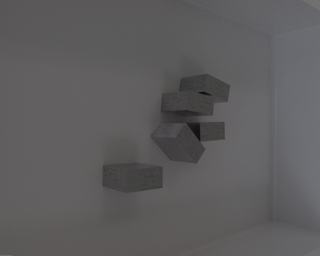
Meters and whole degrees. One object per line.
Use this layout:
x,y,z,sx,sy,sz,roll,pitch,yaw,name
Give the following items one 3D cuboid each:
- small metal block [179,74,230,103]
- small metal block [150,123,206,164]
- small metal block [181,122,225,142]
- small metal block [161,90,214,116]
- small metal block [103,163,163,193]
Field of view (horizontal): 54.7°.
0.063,-0.054,0.443,0.050,0.050,0.025,16,80,-39,small metal block
0.023,0.020,0.410,0.050,0.050,0.025,51,60,-28,small metal block
0.055,0.004,0.436,0.050,0.050,0.025,-3,92,-40,small metal block
0.037,-0.032,0.421,0.050,0.050,0.025,8,85,-40,small metal block
-0.032,0.057,0.363,0.050,0.050,0.025,1,90,-40,small metal block
